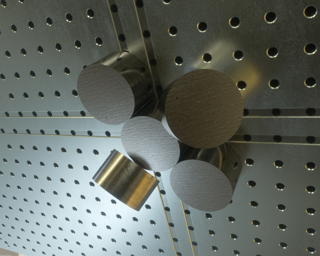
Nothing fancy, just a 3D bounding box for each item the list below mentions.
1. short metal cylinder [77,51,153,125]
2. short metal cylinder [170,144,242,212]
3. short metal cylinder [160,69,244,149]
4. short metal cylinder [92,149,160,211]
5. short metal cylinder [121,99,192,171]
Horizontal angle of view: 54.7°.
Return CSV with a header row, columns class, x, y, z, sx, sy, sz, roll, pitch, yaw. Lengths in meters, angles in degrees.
class,x,y,z,sx,sy,sz,roll,pitch,yaw
short metal cylinder,-0.056,-0.050,0.391,0.080,0.050,0.079,13,124,20
short metal cylinder,0.059,0.060,0.400,0.080,0.050,0.079,13,124,20
short metal cylinder,0.042,-0.020,0.333,0.081,0.050,0.079,0,93,-7
short metal cylinder,-0.047,0.073,0.436,0.080,0.050,0.080,35,171,7
short metal cylinder,-0.003,0.009,0.400,0.080,0.050,0.079,13,124,20
